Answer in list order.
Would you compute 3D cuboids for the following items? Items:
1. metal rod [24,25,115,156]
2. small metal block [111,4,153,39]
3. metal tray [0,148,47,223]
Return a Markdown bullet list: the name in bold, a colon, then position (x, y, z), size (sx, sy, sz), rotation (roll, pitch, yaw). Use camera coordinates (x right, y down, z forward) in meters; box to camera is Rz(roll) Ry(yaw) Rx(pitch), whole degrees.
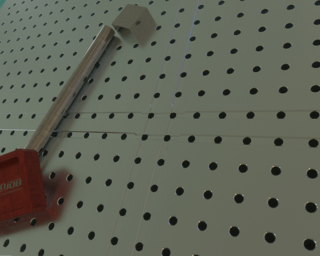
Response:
- **metal rod**: position (-0.158, -0.051, 0.523), size (0.025, 0.025, 0.300), rotation (15, 69, 34)
- **small metal block**: position (-0.050, -0.190, 0.551), size (0.050, 0.025, 0.050), rotation (27, 77, 37)
- **metal tray**: position (-0.233, 0.091, 0.451), size (0.130, 0.030, 0.090), rotation (-19, 76, 17)
